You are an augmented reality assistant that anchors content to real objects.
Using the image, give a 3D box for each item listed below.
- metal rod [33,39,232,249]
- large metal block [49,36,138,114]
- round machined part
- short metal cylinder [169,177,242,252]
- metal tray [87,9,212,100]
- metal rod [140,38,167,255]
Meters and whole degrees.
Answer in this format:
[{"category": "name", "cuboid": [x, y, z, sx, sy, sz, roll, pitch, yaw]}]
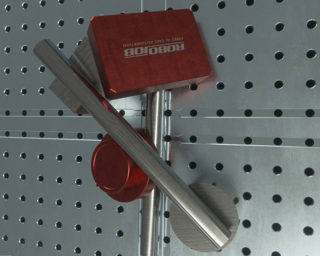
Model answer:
[{"category": "metal rod", "cuboid": [-0.035, 0.013, 0.349, 0.300, 0.025, 0.025, 46, 104, 5]}, {"category": "large metal block", "cuboid": [-0.084, -0.064, 0.413, 0.050, 0.080, 0.080, 43, 103, 14]}, {"category": "round machined part", "cuboid": [-0.052, 0.049, 0.404, 0.098, 0.042, 0.097, 0, 90, 37]}, {"category": "short metal cylinder", "cuboid": [0.058, 0.103, 0.379, 0.080, 0.050, 0.079, 0, 90, 19]}, {"category": "metal tray", "cuboid": [-0.011, -0.090, 0.371, 0.131, 0.030, 0.090, -14, 83, -23]}, {"category": "metal rod", "cuboid": [-0.008, 0.020, 0.414, 0.025, 0.025, 0.298, 3, 91, 19]}]
